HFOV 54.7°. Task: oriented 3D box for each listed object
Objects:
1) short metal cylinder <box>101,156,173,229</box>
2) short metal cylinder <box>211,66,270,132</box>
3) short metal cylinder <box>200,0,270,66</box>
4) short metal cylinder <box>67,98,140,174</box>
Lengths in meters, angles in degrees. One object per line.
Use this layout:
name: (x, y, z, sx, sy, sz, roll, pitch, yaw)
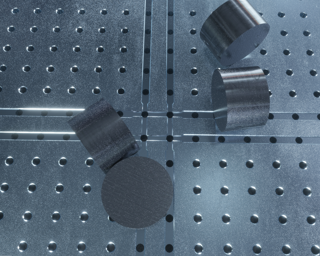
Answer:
short metal cylinder: (-0.025, 0.079, 0.369, 0.081, 0.050, 0.080, 0, 70, 0)
short metal cylinder: (0.100, -0.037, 0.397, 0.050, 0.080, 0.080, -7, 70, -2)
short metal cylinder: (0.103, -0.133, 0.432, 0.080, 0.080, 0.050, -29, 73, -10)
short metal cylinder: (-0.068, 0.010, 0.378, 0.050, 0.080, 0.080, -36, 74, -12)
